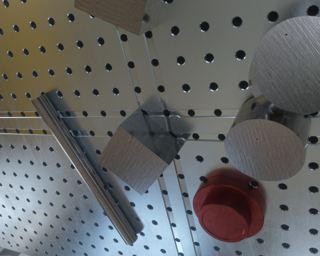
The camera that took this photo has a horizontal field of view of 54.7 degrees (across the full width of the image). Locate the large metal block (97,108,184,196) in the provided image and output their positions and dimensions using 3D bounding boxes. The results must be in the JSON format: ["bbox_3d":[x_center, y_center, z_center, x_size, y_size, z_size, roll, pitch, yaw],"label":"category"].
[{"bbox_3d":[-0.028,0.034,0.431,0.080,0.050,0.080,38,129,2],"label":"large metal block"}]

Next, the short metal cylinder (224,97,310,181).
[{"bbox_3d":[0.116,0.011,0.336,0.080,0.050,0.079,16,130,20],"label":"short metal cylinder"}]

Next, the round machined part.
[{"bbox_3d":[0.091,0.117,0.425,0.098,0.042,0.097,13,124,21],"label":"round machined part"}]

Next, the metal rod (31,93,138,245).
[{"bbox_3d":[-0.120,0.078,0.522,0.025,0.025,0.299,-17,110,35],"label":"metal rod"}]

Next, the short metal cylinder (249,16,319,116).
[{"bbox_3d":[0.122,-0.051,0.276,0.080,0.050,0.080,0,88,12],"label":"short metal cylinder"}]

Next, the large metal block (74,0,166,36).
[{"bbox_3d":[-0.036,-0.154,0.319,0.080,0.050,0.079,27,128,11],"label":"large metal block"}]
